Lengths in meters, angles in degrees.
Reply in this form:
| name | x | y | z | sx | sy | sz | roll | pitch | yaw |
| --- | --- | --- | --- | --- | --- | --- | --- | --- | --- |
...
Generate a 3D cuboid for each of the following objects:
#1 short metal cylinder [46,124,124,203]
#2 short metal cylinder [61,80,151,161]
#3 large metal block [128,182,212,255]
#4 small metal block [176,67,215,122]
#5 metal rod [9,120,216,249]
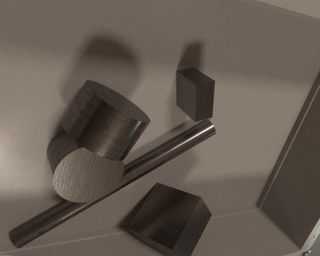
| name | x | y | z | sx | sy | sz | roll | pitch | yaw |
| --- | --- | --- | --- | --- | --- | --- | --- | --- | --- |
| short metal cylinder | -0.090 | 0.041 | 0.370 | 0.081 | 0.050 | 0.079 | -14 | 125 | -21 |
| short metal cylinder | -0.058 | -0.009 | 0.337 | 0.080 | 0.080 | 0.050 | 26 | 104 | -38 |
| large metal block | 0.016 | 0.135 | 0.449 | 0.080 | 0.080 | 0.050 | -55 | 135 | -27 |
| small metal block | 0.043 | -0.043 | 0.391 | 0.025 | 0.050 | 0.050 | -16 | 125 | -20 |
| metal rod | -0.056 | 0.070 | 0.423 | 0.302 | 0.025 | 0.025 | -29 | 129 | -10 |
